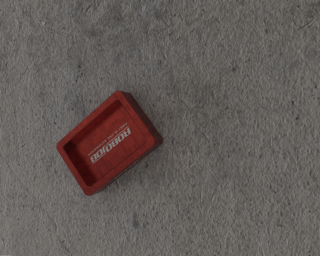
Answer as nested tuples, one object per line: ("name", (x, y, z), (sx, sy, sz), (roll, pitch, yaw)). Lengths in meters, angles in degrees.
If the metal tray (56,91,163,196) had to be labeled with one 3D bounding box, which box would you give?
("metal tray", (-0.072, 0.022, 0.432), (0.130, 0.030, 0.090), (-39, 78, 16))
